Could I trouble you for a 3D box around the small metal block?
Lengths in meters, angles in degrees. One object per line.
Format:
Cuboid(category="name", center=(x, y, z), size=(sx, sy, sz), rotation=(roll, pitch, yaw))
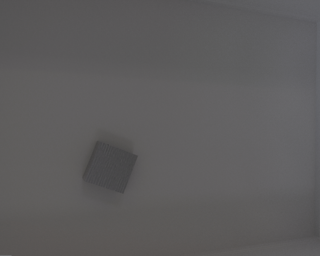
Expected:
Cuboid(category="small metal block", center=(-0.062, 0.049, 0.387), size=(0.050, 0.025, 0.050), rotation=(23, 82, -19))
